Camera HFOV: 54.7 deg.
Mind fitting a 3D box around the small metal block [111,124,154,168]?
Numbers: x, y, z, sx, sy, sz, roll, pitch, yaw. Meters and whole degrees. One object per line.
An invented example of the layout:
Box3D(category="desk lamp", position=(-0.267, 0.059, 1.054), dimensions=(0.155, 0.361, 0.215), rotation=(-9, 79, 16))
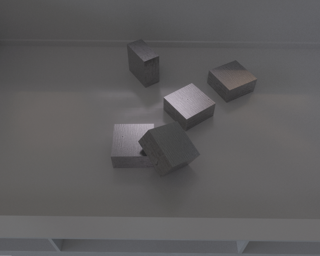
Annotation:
Box3D(category="small metal block", position=(-0.032, 0.022, 0.386), dimensions=(0.050, 0.025, 0.050), rotation=(0, 50, -1))

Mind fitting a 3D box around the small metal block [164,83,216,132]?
Box3D(category="small metal block", position=(0.040, -0.030, 0.430), dimensions=(0.050, 0.025, 0.050), rotation=(-29, 56, -22))

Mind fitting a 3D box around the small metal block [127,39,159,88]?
Box3D(category="small metal block", position=(-0.025, -0.098, 0.471), dimensions=(0.025, 0.050, 0.050), rotation=(-27, 55, -20))

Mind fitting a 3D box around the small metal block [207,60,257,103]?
Box3D(category="small metal block", position=(0.107, -0.071, 0.465), dimensions=(0.050, 0.025, 0.050), rotation=(-23, 54, -18))

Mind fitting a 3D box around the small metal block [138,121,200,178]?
Box3D(category="small metal block", position=(0.011, 0.024, 0.364), dimensions=(0.050, 0.025, 0.050), rotation=(-17, 68, -45))
